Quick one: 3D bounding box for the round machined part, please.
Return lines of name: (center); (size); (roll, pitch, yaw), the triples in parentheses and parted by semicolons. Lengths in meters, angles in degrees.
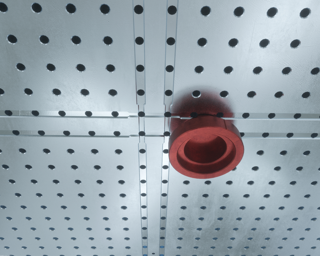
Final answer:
round machined part: (0.060, 0.021, 0.420); (0.099, 0.042, 0.097); (-1, 130, 0)
